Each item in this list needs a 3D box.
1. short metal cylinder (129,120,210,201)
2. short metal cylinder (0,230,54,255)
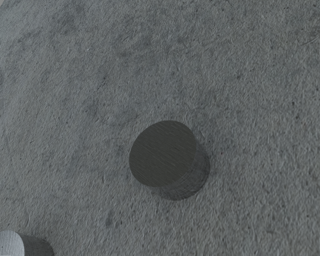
[{"bbox_3d":[0.012,0.038,0.358,0.080,0.050,0.080,-13,56,21],"label":"short metal cylinder"},{"bbox_3d":[-0.178,0.171,0.377,0.080,0.050,0.080,-13,56,21],"label":"short metal cylinder"}]
